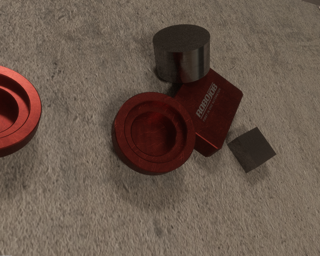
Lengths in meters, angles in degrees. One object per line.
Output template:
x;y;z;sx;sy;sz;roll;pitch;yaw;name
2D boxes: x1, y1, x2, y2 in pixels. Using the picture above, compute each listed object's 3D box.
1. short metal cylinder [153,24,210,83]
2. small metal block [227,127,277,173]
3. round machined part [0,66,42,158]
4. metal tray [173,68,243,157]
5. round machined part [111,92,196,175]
0.032;-0.109;0.450;0.080;0.050;0.080;-4;44;4;short metal cylinder
0.137;0.032;0.460;0.050;0.025;0.050;-22;74;-36;small metal block
-0.173;-0.013;0.308;0.099;0.042;0.098;14;56;-21;round machined part
0.064;-0.032;0.457;0.090;0.030;0.130;36;51;-5;metal tray
-0.010;0.009;0.374;0.099;0.042;0.098;6;70;-18;round machined part
